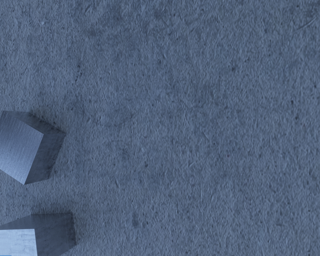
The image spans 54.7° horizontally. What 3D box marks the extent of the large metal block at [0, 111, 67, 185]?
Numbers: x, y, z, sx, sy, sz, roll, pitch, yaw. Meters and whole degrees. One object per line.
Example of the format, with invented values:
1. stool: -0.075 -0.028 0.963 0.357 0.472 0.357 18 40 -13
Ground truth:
1. large metal block: -0.201 0.027 0.467 0.080 0.050 0.080 27 99 18

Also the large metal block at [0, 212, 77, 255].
1. large metal block: -0.180 0.158 0.443 0.080 0.080 0.050 -8 87 20
